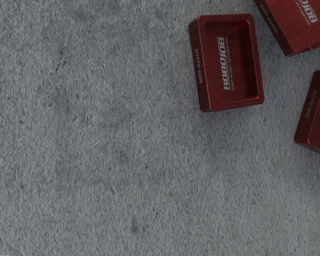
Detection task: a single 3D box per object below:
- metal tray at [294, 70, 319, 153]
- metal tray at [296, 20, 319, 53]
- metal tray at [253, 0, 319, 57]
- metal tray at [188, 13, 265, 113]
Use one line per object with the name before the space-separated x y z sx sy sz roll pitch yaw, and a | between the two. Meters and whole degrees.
metal tray | 0.281 -0.022 0.509 0.091 0.030 0.130 22 83 -19
metal tray | 0.269 -0.183 0.505 0.131 0.030 0.090 -21 97 -19
metal tray | 0.200 -0.183 0.456 0.090 0.030 0.130 -30 91 -1
metal tray | 0.095 -0.092 0.441 0.091 0.030 0.129 -10 93 -20
